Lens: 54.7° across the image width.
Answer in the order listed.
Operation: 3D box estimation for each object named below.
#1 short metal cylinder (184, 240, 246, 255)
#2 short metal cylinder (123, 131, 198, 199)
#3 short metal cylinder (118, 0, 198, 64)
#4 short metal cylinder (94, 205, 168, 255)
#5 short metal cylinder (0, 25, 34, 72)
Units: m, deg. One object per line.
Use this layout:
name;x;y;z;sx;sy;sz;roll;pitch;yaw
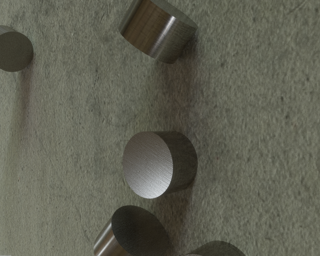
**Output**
short metal cylinder;0.058;0.171;0.339;0.080;0.050;0.079;0;90;39
short metal cylinder;-0.001;0.044;0.387;0.080;0.050;0.079;0;90;39
short metal cylinder;-0.002;-0.121;0.369;0.080;0.081;0.050;50;119;28
short metal cylinder;-0.037;0.147;0.398;0.080;0.081;0.050;49;119;28
short metal cylinder;-0.302;-0.157;0.614;0.050;0.081;0.079;32;110;35
